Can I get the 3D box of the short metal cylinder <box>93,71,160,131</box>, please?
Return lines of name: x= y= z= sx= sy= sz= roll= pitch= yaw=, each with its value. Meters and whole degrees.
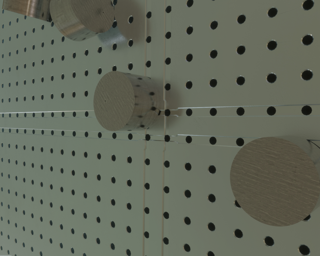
short metal cylinder: x=-0.047 y=-0.036 z=0.429 sx=0.080 sy=0.050 sz=0.079 roll=0 pitch=90 yaw=39

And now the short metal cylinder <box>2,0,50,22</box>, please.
short metal cylinder: x=-0.242 y=-0.232 z=0.570 sx=0.080 sy=0.081 sz=0.050 roll=25 pitch=106 yaw=37

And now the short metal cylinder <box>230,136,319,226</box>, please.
short metal cylinder: x=0.116 y=0.048 z=0.297 sx=0.080 sy=0.050 sz=0.079 roll=0 pitch=90 yaw=39

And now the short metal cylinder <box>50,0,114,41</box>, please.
short metal cylinder: x=-0.116 y=-0.177 z=0.467 sx=0.050 sy=0.081 sz=0.080 roll=-6 pitch=86 yaw=39
